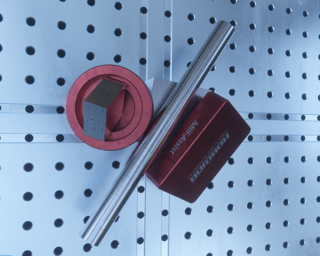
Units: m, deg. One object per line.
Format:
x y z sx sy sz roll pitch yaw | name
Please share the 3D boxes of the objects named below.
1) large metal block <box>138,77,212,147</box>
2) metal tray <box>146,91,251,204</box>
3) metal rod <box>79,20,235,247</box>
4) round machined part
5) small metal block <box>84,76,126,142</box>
0.015 -0.015 0.406 0.081 0.050 0.080 10 87 -20 | large metal block
0.052 0.029 0.395 0.130 0.030 0.090 -52 139 1 | metal tray
0.004 -0.003 0.361 0.025 0.025 0.300 36 78 -17 | metal rod
-0.056 -0.024 0.370 0.099 0.042 0.097 0 93 5 | round machined part
-0.062 -0.022 0.347 0.025 0.050 0.050 20 44 6 | small metal block
